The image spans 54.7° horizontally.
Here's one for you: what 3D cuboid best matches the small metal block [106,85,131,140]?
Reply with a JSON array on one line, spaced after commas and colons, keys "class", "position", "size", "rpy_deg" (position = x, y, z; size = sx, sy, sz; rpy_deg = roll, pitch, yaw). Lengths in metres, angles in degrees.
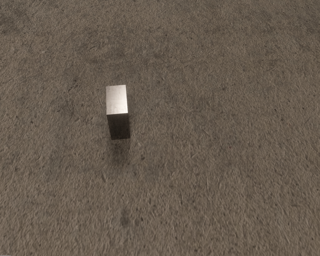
[{"class": "small metal block", "position": [-0.054, -0.020, 0.403], "size": [0.025, 0.050, 0.050], "rpy_deg": [-5, 50, -5]}]
